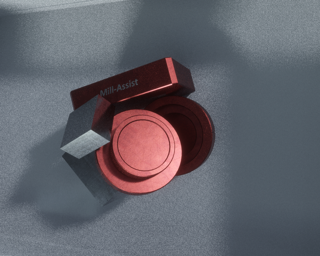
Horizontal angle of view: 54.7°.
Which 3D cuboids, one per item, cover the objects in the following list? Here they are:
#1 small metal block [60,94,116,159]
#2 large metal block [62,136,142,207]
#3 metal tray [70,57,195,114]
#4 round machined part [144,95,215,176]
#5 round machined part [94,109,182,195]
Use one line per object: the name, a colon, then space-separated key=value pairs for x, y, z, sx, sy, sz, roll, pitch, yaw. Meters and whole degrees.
small metal block: x=-0.078 y=-0.001 z=0.337 sx=0.050 sy=0.025 sz=0.050 roll=-28 pitch=42 yaw=30
large metal block: x=-0.063 y=0.046 z=0.401 sx=0.050 sy=0.080 sz=0.080 roll=-46 pitch=76 yaw=14
metal tray: x=-0.031 y=-0.045 z=0.384 sx=0.130 sy=0.090 sz=0.030 roll=-16 pitch=86 yaw=19
round machined part: x=0.021 y=0.009 z=0.393 sx=0.098 sy=0.042 sz=0.097 roll=0 pitch=90 yaw=19
round machined part: x=-0.022 y=0.024 z=0.345 sx=0.099 sy=0.042 sz=0.098 roll=5 pitch=71 yaw=-14
